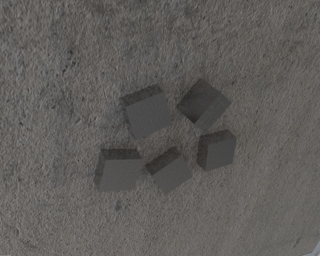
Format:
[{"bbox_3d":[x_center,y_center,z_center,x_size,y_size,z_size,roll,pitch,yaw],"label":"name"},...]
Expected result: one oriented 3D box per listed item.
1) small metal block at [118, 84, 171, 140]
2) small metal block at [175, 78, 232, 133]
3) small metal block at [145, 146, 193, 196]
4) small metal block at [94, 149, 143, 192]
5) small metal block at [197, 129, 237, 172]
[{"bbox_3d":[-0.018,-0.020,0.385,0.050,0.025,0.050,-24,127,-14],"label":"small metal block"},{"bbox_3d":[0.055,-0.030,0.402,0.025,0.050,0.050,34,99,-39],"label":"small metal block"},{"bbox_3d":[0.014,0.063,0.453,0.050,0.025,0.050,-34,129,-6],"label":"small metal block"},{"bbox_3d":[-0.056,0.056,0.411,0.050,0.025,0.050,2,117,-30],"label":"small metal block"},{"bbox_3d":[0.087,0.034,0.475,0.050,0.025,0.050,-13,124,-22],"label":"small metal block"}]
